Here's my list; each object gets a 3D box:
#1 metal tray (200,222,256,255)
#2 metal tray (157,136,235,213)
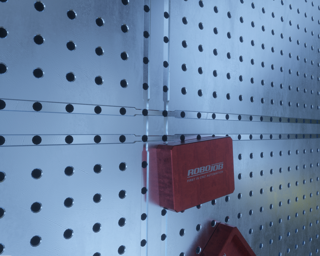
[{"bbox_3d":[0.118,0.231,0.508,0.090,0.030,0.130,-50,120,-28],"label":"metal tray"},{"bbox_3d":[0.057,0.063,0.456,0.131,0.030,0.089,-6,94,-40],"label":"metal tray"}]
